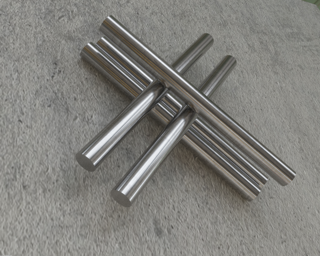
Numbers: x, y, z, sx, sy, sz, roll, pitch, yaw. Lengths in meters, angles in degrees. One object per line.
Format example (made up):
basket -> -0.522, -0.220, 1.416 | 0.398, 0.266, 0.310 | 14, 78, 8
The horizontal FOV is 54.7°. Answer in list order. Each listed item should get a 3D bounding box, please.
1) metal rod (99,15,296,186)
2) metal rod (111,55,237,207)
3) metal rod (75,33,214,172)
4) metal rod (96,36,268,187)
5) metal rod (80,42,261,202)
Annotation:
metal rod -> 0.047, -0.033, 0.388 | 0.300, 0.025, 0.025 | 40, 51, -1
metal rod -> 0.036, -0.018, 0.405 | 0.025, 0.025, 0.301 | 41, 51, -1
metal rod -> 0.000, -0.054, 0.407 | 0.025, 0.025, 0.301 | 41, 51, -1
metal rod -> 0.030, -0.020, 0.435 | 0.300, 0.025, 0.025 | 41, 51, -1
metal rod -> 0.014, -0.008, 0.419 | 0.300, 0.025, 0.025 | 41, 51, -1
